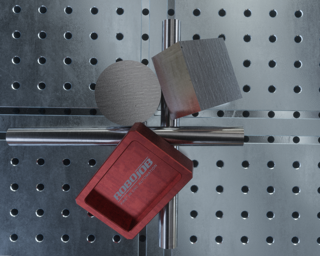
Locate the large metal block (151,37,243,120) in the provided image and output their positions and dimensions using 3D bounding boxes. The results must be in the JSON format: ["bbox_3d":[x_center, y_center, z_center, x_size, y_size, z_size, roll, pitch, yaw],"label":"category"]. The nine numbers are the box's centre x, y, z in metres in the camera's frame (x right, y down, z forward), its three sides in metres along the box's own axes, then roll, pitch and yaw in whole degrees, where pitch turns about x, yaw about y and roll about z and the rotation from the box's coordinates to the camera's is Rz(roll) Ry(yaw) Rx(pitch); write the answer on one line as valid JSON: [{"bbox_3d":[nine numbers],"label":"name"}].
[{"bbox_3d":[0.047,-0.061,0.381,0.081,0.050,0.080,-18,90,-40],"label":"large metal block"}]

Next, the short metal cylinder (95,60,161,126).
[{"bbox_3d":[-0.039,-0.043,0.400,0.081,0.050,0.079,0,90,0],"label":"short metal cylinder"}]

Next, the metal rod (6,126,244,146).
[{"bbox_3d":[-0.049,0.011,0.396,0.302,0.025,0.025,0,90,7],"label":"metal rod"}]

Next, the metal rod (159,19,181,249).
[{"bbox_3d":[0.013,0.008,0.413,0.025,0.025,0.298,1,90,0],"label":"metal rod"}]

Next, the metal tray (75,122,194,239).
[{"bbox_3d":[-0.032,0.068,0.385,0.090,0.030,0.129,38,111,-6],"label":"metal tray"}]
